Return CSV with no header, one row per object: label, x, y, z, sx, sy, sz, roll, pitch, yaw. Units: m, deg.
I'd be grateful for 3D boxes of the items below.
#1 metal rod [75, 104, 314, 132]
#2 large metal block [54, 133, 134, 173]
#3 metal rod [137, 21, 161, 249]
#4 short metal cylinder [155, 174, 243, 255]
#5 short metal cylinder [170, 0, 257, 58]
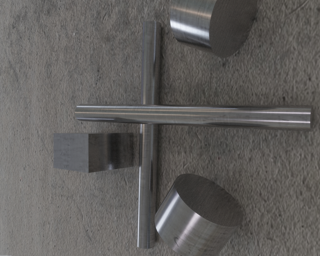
metal rod,0.014,-0.016,0.368,0.300,0.025,0.025,3,92,32
large metal block,-0.095,0.032,0.448,0.080,0.081,0.050,0,90,40
metal rod,-0.015,0.010,0.417,0.025,0.025,0.298,3,92,40
short metal cylinder,0.041,0.094,0.335,0.080,0.081,0.050,41,115,32
short metal cylinder,0.057,-0.119,0.322,0.050,0.081,0.079,31,109,36
